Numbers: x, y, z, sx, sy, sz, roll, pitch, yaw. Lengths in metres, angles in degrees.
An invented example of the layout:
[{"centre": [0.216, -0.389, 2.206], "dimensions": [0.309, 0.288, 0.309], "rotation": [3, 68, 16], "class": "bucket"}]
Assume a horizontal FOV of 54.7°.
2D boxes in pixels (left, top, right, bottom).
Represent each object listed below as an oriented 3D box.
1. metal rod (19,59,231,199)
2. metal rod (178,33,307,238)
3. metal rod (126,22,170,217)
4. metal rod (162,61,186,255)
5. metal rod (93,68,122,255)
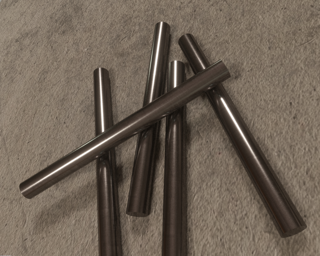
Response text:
[{"centre": [-0.049, 0.005, 0.391], "dimensions": [0.300, 0.025, 0.025], "rotation": [-31, 52, 7], "class": "metal rod"}, {"centre": [0.080, -0.018, 0.371], "dimensions": [0.025, 0.025, 0.299], "rotation": [-28, 52, 10], "class": "metal rod"}, {"centre": [-0.011, -0.031, 0.427], "dimensions": [0.025, 0.025, 0.299], "rotation": [-7, 58, 24], "class": "metal rod"}, {"centre": [0.018, 0.041, 0.368], "dimensions": [0.025, 0.025, 0.299], "rotation": [-11, 57, 22], "class": "metal rod"}, {"centre": [-0.075, 0.031, 0.422], "dimensions": [0.025, 0.025, 0.299], "rotation": [-21, 54, 15], "class": "metal rod"}]
